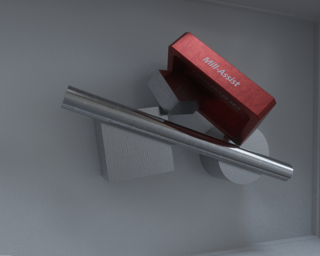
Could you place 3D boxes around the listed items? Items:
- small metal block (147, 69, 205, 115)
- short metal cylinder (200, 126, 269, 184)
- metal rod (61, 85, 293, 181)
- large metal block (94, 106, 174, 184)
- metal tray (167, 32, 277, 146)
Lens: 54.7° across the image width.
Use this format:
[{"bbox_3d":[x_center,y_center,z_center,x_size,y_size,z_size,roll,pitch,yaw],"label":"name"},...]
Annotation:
[{"bbox_3d":[0.020,-0.044,0.382,0.050,0.025,0.050,-5,56,-47],"label":"small metal block"},{"bbox_3d":[0.104,0.035,0.436,0.081,0.050,0.079,0,90,-21],"label":"short metal cylinder"},{"bbox_3d":[0.036,0.014,0.369,0.302,0.025,0.025,19,84,-20],"label":"metal rod"},{"bbox_3d":[-0.034,0.018,0.385,0.081,0.050,0.079,-8,93,-20],"label":"large metal block"},{"bbox_3d":[0.065,-0.044,0.373,0.130,0.090,0.030,43,74,15],"label":"metal tray"}]
